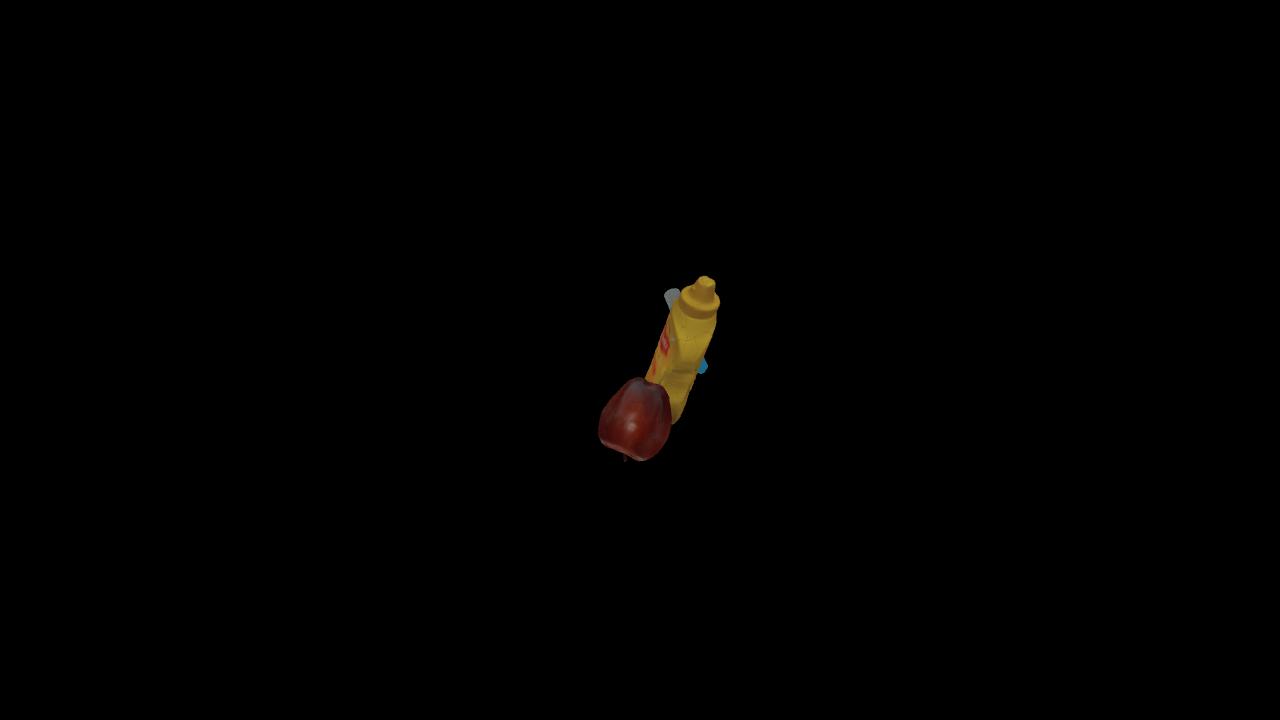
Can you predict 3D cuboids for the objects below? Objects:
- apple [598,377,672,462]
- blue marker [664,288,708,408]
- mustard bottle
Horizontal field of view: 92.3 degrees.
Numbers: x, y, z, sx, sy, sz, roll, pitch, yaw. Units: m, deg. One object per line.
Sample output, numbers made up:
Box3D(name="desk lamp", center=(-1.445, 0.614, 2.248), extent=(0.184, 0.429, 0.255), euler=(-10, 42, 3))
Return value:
Box3D(name="apple", center=(-0.003, 0.068, 0.684), extent=(0.079, 0.093, 0.079), euler=(21, -7, 3))
Box3D(name="blue marker", center=(0.056, -0.030, 0.720), extent=(0.020, 0.121, 0.020), euler=(-16, 36, 12))
Box3D(name="mustard bottle", center=(0.048, -0.018, 0.682), extent=(0.054, 0.184, 0.092), euler=(14, 44, -4))
